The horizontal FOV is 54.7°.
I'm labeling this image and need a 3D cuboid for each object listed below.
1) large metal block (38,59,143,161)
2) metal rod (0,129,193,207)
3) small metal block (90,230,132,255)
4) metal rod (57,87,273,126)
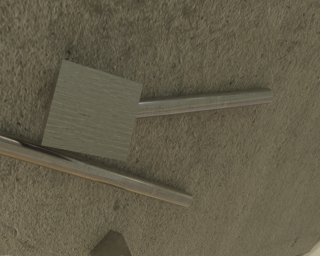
[{"bbox_3d":[-0.071,-0.015,0.316,0.081,0.050,0.080,14,84,-24],"label":"large metal block"},{"bbox_3d":[-0.064,0.065,0.413,0.301,0.025,0.025,26,104,-38],"label":"metal rod"},{"bbox_3d":[-0.075,0.194,0.472,0.050,0.050,0.025,-47,130,5],"label":"small metal block"},{"bbox_3d":[0.025,-0.031,0.403,0.303,0.025,0.025,-8,122,-25],"label":"metal rod"}]
